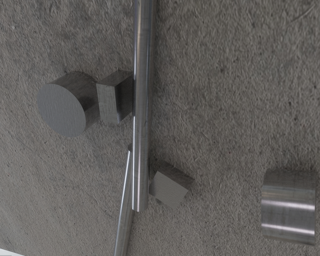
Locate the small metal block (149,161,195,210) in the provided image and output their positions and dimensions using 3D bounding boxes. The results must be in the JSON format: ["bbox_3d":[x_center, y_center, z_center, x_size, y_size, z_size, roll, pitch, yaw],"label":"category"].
[{"bbox_3d":[0.015,0.084,0.451,0.050,0.025,0.050,31,129,7],"label":"small metal block"}]

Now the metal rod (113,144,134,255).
[{"bbox_3d":[-0.058,0.147,0.528,0.025,0.025,0.298,22,127,15],"label":"metal rod"}]

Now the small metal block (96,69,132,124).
[{"bbox_3d":[-0.053,-0.041,0.394,0.025,0.050,0.050,13,124,21],"label":"small metal block"}]

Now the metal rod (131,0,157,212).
[{"bbox_3d":[-0.022,-0.016,0.392,0.025,0.025,0.298,14,119,20],"label":"metal rod"}]

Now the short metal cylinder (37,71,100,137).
[{"bbox_3d":[-0.122,-0.034,0.434,0.080,0.050,0.079,13,124,21],"label":"short metal cylinder"}]

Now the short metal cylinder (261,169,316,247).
[{"bbox_3d":[0.147,0.087,0.348,0.050,0.080,0.080,1,119,28],"label":"short metal cylinder"}]
